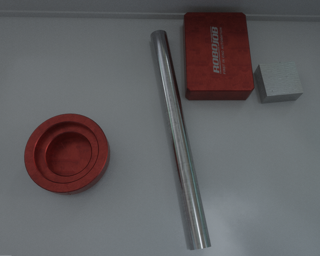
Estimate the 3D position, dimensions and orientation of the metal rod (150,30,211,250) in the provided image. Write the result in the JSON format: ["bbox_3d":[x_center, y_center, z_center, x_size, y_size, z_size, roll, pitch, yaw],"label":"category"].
[{"bbox_3d":[0.023,0.001,0.409,0.025,0.025,0.299,-9,70,-4],"label":"metal rod"}]

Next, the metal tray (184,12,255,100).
[{"bbox_3d":[0.081,-0.105,0.446,0.091,0.030,0.130,0,70,-1],"label":"metal tray"}]

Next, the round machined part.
[{"bbox_3d":[-0.111,0.035,0.387,0.099,0.042,0.098,0,70,-1],"label":"round machined part"}]

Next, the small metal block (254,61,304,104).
[{"bbox_3d":[0.166,-0.064,0.435,0.050,0.025,0.050,-6,70,-3],"label":"small metal block"}]
